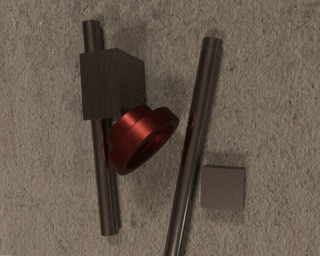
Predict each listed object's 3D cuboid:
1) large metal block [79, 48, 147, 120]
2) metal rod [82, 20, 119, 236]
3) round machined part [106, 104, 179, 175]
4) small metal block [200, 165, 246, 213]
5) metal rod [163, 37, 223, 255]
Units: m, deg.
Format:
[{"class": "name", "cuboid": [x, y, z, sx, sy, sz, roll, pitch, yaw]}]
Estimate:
[{"class": "large metal block", "cuboid": [-0.057, -0.051, 0.399, 0.050, 0.080, 0.079, -4, 89, 20]}, {"class": "metal rod", "cuboid": [-0.084, -0.001, 0.437, 0.025, 0.025, 0.298, -6, 88, 19]}, {"class": "round machined part", "cuboid": [-0.026, 0.009, 0.379, 0.042, 0.098, 0.098, 45, 104, 14]}, {"class": "small metal block", "cuboid": [0.078, 0.073, 0.381, 0.050, 0.025, 0.050, 2, 91, 19]}, {"class": "metal rod", "cuboid": [0.040, 0.037, 0.394, 0.025, 0.025, 0.298, 11, 94, 19]}]
